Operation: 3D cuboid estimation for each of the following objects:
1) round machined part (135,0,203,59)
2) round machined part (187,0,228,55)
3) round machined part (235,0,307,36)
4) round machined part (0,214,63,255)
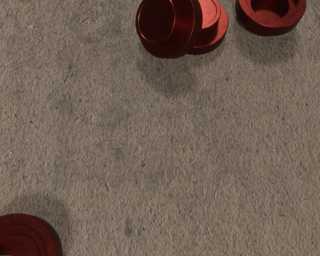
[{"bbox_3d":[0.005,-0.145,0.422,0.042,0.098,0.098,-11,63,-51],"label":"round machined part"},{"bbox_3d":[0.052,-0.161,0.459,0.099,0.042,0.098,0,70,-1],"label":"round machined part"},{"bbox_3d":[0.162,-0.179,0.466,0.099,0.042,0.098,0,70,-1],"label":"round machined part"},{"bbox_3d":[-0.157,0.147,0.344,0.099,0.042,0.098,0,70,-1],"label":"round machined part"}]
